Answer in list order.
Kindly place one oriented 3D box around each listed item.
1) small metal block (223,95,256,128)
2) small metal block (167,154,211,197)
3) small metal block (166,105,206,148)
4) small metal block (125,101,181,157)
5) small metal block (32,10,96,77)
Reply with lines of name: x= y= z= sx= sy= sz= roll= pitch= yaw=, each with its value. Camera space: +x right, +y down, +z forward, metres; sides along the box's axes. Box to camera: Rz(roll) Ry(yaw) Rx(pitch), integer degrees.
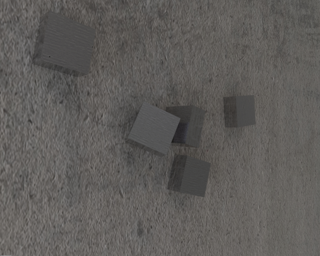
small metal block: x=0.133 y=-0.028 z=0.515 sx=0.050 sy=0.025 sz=0.050 roll=-8 pitch=95 yaw=-40
small metal block: x=0.042 y=0.068 z=0.440 sx=0.050 sy=0.025 sz=0.050 roll=21 pitch=77 yaw=-38
small metal block: x=0.029 y=-0.002 z=0.413 sx=0.025 sy=0.050 sz=0.050 roll=19 pitch=78 yaw=-39
small metal block: x=-0.009 y=0.002 z=0.384 sx=0.050 sy=0.025 sz=0.050 roll=25 pitch=73 yaw=-9
small metal block: x=-0.099 y=-0.085 z=0.321 sx=0.050 sy=0.025 sz=0.050 roll=13 pitch=82 yaw=-39
